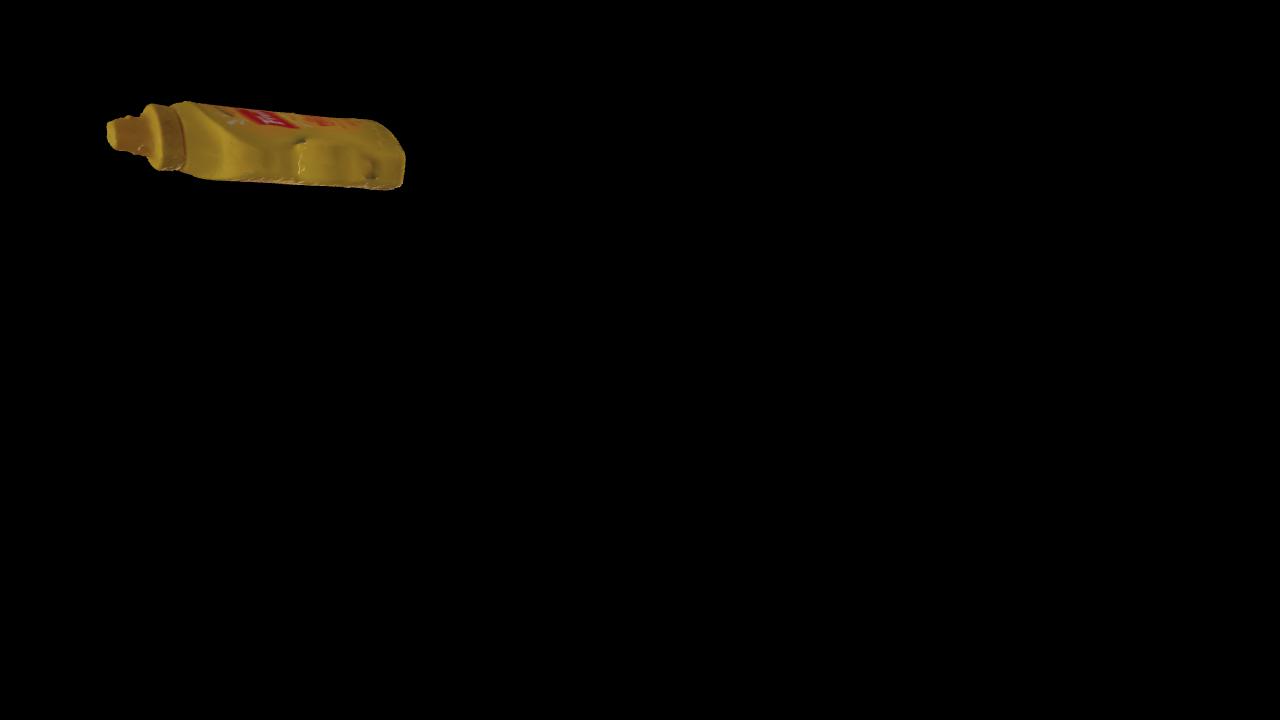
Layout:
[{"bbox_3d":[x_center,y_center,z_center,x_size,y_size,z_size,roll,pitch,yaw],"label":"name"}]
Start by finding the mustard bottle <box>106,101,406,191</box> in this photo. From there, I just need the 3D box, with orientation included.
[{"bbox_3d":[-0.282,-0.160,0.461,0.092,0.054,0.184,39,33,28],"label":"mustard bottle"}]
